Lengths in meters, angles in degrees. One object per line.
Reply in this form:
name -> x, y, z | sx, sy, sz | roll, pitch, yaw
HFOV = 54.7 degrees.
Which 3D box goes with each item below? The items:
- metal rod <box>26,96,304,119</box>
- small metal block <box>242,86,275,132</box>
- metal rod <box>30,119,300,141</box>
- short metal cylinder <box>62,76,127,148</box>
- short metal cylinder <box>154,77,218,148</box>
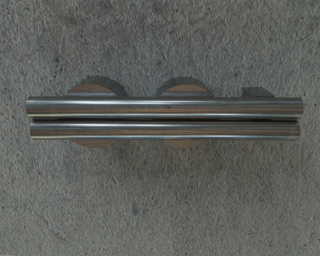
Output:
metal rod -> 0.006, -0.023, 0.349 | 0.302, 0.025, 0.025 | 0, 110, -1
small metal block -> 0.121, -0.022, 0.392 | 0.025, 0.050, 0.050 | -2, 110, 0
metal rod -> 0.006, 0.002, 0.358 | 0.302, 0.025, 0.025 | 0, 110, -1
short metal cylinder -> -0.080, -0.021, 0.388 | 0.081, 0.050, 0.079 | 0, 110, 0
short metal cylinder -> 0.030, -0.021, 0.391 | 0.081, 0.050, 0.079 | 0, 110, 0
